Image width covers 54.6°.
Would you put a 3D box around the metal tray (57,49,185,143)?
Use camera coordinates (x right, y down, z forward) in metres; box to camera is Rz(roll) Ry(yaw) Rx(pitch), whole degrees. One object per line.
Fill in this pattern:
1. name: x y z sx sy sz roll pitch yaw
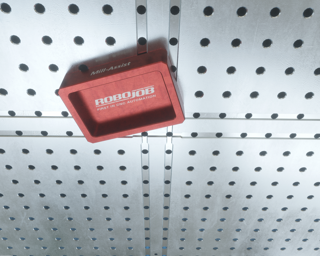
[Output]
1. metal tray: -0.043 -0.034 0.378 0.130 0.030 0.090 -13 129 10
